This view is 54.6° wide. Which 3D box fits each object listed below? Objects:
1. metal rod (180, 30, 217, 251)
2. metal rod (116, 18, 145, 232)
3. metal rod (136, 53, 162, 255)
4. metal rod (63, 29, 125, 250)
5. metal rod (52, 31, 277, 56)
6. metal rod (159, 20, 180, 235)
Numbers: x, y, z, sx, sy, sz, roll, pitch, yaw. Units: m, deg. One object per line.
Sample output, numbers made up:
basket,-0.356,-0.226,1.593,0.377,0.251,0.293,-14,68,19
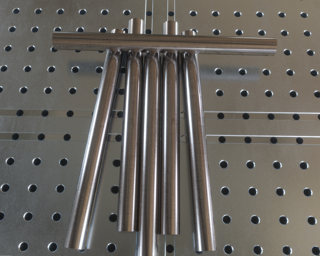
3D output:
metal rod,0.048,0.002,0.412,0.025,0.025,0.299,-2,70,-1
metal rod,-0.037,-0.018,0.418,0.025,0.025,0.299,1,70,0
metal rod,-0.013,0.035,0.399,0.025,0.025,0.299,1,70,0
metal rod,-0.080,0.000,0.410,0.025,0.025,0.299,7,70,2
metal rod,0.006,-0.116,0.428,0.302,0.025,0.025,2,70,0
metal rod,0.014,-0.014,0.418,0.025,0.025,0.299,1,70,0
